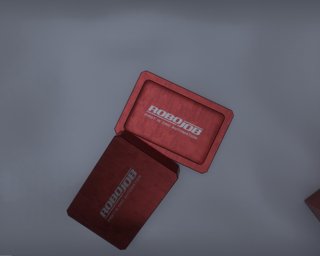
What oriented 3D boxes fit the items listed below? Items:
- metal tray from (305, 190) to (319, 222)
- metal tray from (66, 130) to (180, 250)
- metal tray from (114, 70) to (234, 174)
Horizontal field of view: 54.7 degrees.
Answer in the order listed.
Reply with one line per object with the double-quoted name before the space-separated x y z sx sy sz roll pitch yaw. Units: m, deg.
"metal tray" 0.236 0.127 0.361 0.030 0.130 0.090 -37 90 0
"metal tray" -0.047 0.079 0.392 0.090 0.030 0.129 34 105 -1
"metal tray" 0.018 -0.007 0.408 0.131 0.030 0.090 25 90 0
